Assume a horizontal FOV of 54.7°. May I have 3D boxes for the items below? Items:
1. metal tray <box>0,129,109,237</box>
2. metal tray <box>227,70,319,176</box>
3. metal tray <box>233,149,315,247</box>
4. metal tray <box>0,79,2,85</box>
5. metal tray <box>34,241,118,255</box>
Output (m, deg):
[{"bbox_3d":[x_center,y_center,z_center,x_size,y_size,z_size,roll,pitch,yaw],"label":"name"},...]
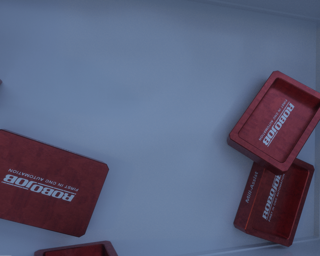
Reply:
[{"bbox_3d":[-0.136,0.064,0.358,0.131,0.030,0.090,22,83,-19],"label":"metal tray"},{"bbox_3d":[0.169,-0.009,0.447,0.090,0.030,0.130,34,77,15],"label":"metal tray"},{"bbox_3d":[0.175,0.104,0.472,0.091,0.030,0.130,23,82,-19],"label":"metal tray"},{"bbox_3d":[-0.201,-0.066,0.280,0.090,0.130,0.030,36,79,-17],"label":"metal tray"},{"bbox_3d":[-0.085,0.160,0.324,0.091,0.130,0.030,-1,91,-20],"label":"metal tray"}]
